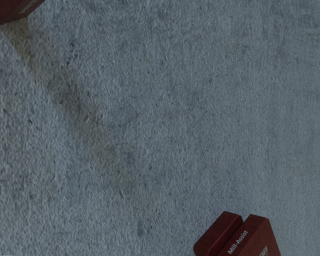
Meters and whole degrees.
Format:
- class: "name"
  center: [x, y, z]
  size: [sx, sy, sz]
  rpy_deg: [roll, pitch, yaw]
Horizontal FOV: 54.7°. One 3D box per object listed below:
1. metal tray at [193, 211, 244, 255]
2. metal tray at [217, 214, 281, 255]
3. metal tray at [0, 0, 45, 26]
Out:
- class: "metal tray"
  center: [0.111, 0.212, 0.495]
  size: [0.091, 0.030, 0.129]
  rpy_deg: [-36, 112, -34]
- class: "metal tray"
  center: [0.132, 0.208, 0.473]
  size: [0.131, 0.030, 0.090]
  rpy_deg: [-36, 112, -34]
- class: "metal tray"
  center: [-0.126, -0.142, 0.246]
  size: [0.030, 0.130, 0.090]
  rpy_deg: [-36, 112, -33]
